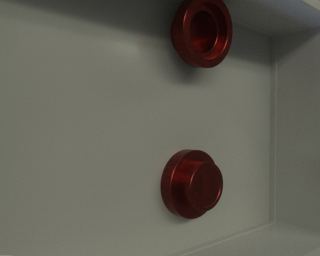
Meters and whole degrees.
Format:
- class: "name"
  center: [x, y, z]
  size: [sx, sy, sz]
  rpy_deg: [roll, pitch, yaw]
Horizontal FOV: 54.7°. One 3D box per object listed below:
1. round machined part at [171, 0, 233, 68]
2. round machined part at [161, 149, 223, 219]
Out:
- class: "round machined part"
  center: [0.054, -0.134, 0.434]
  size: [0.099, 0.042, 0.097]
  rpy_deg: [-10, 105, -38]
- class: "round machined part"
  center: [0.052, 0.080, 0.439]
  size: [0.099, 0.042, 0.097]
  rpy_deg: [0, 90, -40]
